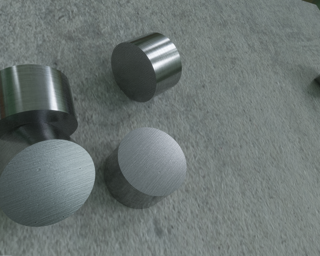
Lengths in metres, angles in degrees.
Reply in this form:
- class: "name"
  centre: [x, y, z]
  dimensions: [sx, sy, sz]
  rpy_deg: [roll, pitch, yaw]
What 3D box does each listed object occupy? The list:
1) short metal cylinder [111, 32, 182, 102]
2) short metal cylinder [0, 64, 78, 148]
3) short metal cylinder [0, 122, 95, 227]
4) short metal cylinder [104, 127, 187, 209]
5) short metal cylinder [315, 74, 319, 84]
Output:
- class: "short metal cylinder"
  centre: [-0.018, -0.080, 0.409]
  dimensions: [0.050, 0.080, 0.080]
  rpy_deg: [-34, 81, -38]
- class: "short metal cylinder"
  centre: [-0.128, -0.019, 0.312]
  dimensions: [0.081, 0.080, 0.050]
  rpy_deg: [-4, 64, -30]
- class: "short metal cylinder"
  centre: [-0.107, 0.040, 0.280]
  dimensions: [0.081, 0.079, 0.050]
  rpy_deg: [-13, 24, -34]
- class: "short metal cylinder"
  centre: [-0.017, 0.046, 0.352]
  dimensions: [0.081, 0.050, 0.080]
  rpy_deg: [14, 56, -21]
- class: "short metal cylinder"
  centre: [0.373, -0.111, 0.641]
  dimensions: [0.081, 0.080, 0.050]
  rpy_deg: [-33, 81, -38]
